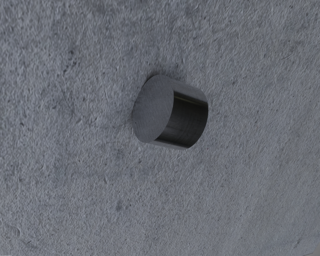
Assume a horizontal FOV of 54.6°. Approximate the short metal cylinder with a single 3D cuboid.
[{"bbox_3d":[0.010,-0.017,0.366,0.050,0.080,0.080,15,111,-34],"label":"short metal cylinder"}]
